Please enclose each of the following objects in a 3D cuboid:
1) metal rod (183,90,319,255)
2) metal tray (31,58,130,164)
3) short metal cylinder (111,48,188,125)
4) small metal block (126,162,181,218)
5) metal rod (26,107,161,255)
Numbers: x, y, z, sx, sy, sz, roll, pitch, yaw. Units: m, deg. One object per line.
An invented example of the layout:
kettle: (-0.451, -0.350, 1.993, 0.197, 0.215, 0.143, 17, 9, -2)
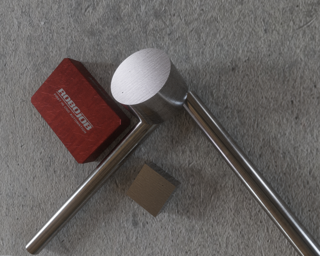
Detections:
metal rod: (0.122, 0.077, 0.365, 0.025, 0.025, 0.299, -41, 78, 15)
metal tray: (-0.117, -0.025, 0.447, 0.090, 0.030, 0.130, -45, 76, 14)
short metal cylinder: (-0.013, -0.051, 0.383, 0.080, 0.050, 0.080, -13, 58, 23)
small metal block: (-0.009, 0.081, 0.412, 0.050, 0.025, 0.050, 35, 101, 16)
metal rod: (-0.095, 0.079, 0.442, 0.299, 0.025, 0.025, -47, 76, 14)
